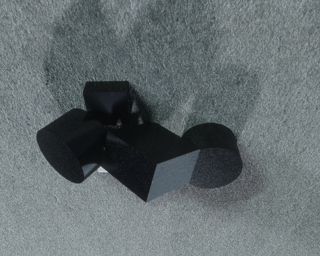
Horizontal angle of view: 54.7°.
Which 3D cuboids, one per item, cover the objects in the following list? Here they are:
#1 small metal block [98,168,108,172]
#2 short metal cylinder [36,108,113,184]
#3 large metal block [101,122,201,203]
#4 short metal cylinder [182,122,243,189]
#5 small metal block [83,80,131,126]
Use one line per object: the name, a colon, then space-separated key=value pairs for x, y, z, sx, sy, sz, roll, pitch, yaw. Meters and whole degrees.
small metal block: x=-0.062 y=0.037 z=0.439 sx=0.050 sy=0.025 sz=0.050 roll=2 pitch=130 yaw=-3
short metal cylinder: x=-0.105 y=0.022 z=0.386 sx=0.080 sy=0.050 sz=0.079 roll=25 pitch=137 yaw=26
large metal block: x=-0.012 y=0.036 z=0.379 sx=0.081 sy=0.080 sz=0.050 roll=-13 pitch=125 yaw=-48
short metal cylinder: x=0.068 y=0.038 z=0.426 sx=0.081 sy=0.050 sz=0.079 roll=0 pitch=130 yaw=0
small metal block: x=-0.063 y=-0.030 z=0.382 sx=0.050 sy=0.025 sz=0.050 roll=-1 pitch=130 yaw=0
